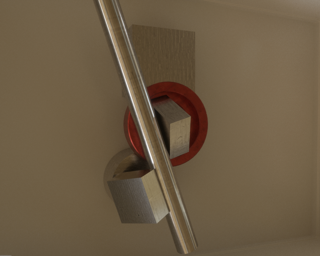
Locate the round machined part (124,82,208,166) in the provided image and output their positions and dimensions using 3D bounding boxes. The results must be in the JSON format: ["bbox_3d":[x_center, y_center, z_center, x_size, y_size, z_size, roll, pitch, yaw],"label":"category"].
[{"bbox_3d":[0.004,-0.004,0.371,0.099,0.042,0.097,0,90,-21],"label":"round machined part"}]

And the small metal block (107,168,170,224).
[{"bbox_3d":[-0.023,0.074,0.333,0.025,0.050,0.050,-26,100,-52],"label":"small metal block"}]

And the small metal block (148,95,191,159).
[{"bbox_3d":[0.009,-0.002,0.349,0.025,0.050,0.050,-20,132,-23],"label":"small metal block"}]

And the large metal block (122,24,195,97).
[{"bbox_3d":[-0.003,-0.080,0.394,0.081,0.050,0.079,0,90,-21],"label":"large metal block"}]

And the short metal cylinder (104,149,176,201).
[{"bbox_3d":[-0.026,0.066,0.388,0.081,0.050,0.079,0,90,-21],"label":"short metal cylinder"}]

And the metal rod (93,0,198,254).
[{"bbox_3d":[-0.015,-0.007,0.330,0.025,0.025,0.298,-20,97,-19],"label":"metal rod"}]
